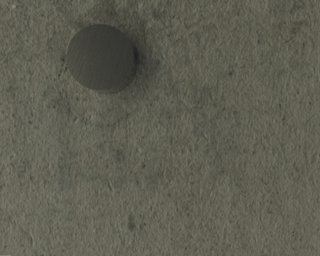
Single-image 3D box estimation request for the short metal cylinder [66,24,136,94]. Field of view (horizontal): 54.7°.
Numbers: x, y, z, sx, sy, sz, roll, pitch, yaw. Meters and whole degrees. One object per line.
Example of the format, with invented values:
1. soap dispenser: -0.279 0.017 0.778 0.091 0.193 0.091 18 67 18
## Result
1. short metal cylinder: -0.072 -0.085 0.397 0.081 0.050 0.079 0 90 -1
